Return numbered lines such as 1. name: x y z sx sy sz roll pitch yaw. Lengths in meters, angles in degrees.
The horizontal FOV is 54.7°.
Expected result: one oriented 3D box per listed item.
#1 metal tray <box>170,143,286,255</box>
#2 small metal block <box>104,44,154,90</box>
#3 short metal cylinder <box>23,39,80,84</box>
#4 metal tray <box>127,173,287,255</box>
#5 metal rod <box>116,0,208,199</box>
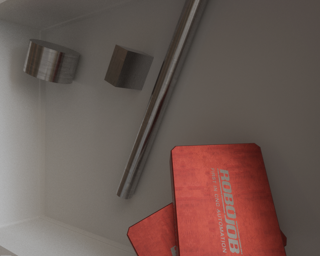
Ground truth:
1. metal tray: 0.059 0.079 0.291 0.030 0.091 0.130 93 175 -60
2. small metal block: -0.042 -0.081 0.423 0.025 0.050 0.050 34 111 34
3. short metal cylinder: -0.180 -0.111 0.516 0.080 0.081 0.050 31 109 35
4. metal tray: 0.045 0.110 0.308 0.090 0.131 0.030 56 162 25
5. metal rod: 0.000 -0.038 0.405 0.025 0.025 0.298 33 110 35
